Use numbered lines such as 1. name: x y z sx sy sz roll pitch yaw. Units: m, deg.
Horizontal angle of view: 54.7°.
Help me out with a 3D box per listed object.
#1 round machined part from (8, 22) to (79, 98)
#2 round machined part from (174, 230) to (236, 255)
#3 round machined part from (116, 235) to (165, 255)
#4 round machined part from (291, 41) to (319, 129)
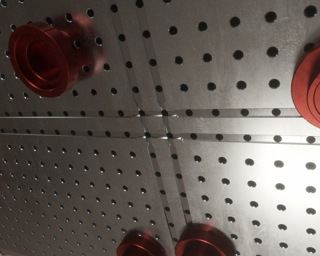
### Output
1. round machined part: -0.151 -0.094 0.419 0.098 0.042 0.097 13 124 20
2. round machined part: 0.069 0.214 0.495 0.098 0.042 0.097 13 124 20
3. round machined part: -0.039 0.251 0.574 0.098 0.042 0.097 13 124 20
4. round machined part: 0.174 -0.036 0.286 0.098 0.042 0.097 13 124 20
